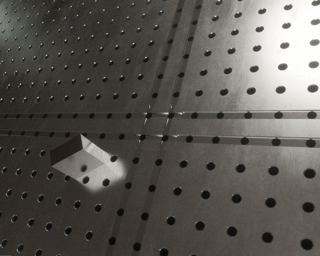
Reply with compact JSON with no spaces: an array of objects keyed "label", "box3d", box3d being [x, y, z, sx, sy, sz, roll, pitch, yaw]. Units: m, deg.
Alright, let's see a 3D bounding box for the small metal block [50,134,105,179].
[{"label":"small metal block","box3d":[-0.113,0.041,0.425,0.050,0.050,0.025,-28,53,10]}]
